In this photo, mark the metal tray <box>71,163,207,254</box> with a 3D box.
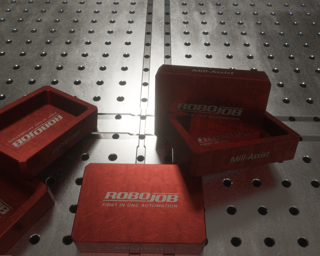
[{"bbox_3d":[-0.020,0.084,0.334,0.131,0.030,0.090,1,50,0],"label":"metal tray"}]

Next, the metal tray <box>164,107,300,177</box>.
[{"bbox_3d":[0.081,0.009,0.364,0.131,0.030,0.090,-7,31,-18],"label":"metal tray"}]

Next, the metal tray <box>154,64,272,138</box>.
[{"bbox_3d":[0.060,-0.027,0.382,0.131,0.089,0.030,5,31,6],"label":"metal tray"}]

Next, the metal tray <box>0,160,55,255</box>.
[{"bbox_3d":[-0.196,0.073,0.340,0.130,0.030,0.090,27,55,20],"label":"metal tray"}]

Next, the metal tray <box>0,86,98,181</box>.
[{"bbox_3d":[-0.150,-0.001,0.380,0.090,0.030,0.131,23,38,16],"label":"metal tray"}]
